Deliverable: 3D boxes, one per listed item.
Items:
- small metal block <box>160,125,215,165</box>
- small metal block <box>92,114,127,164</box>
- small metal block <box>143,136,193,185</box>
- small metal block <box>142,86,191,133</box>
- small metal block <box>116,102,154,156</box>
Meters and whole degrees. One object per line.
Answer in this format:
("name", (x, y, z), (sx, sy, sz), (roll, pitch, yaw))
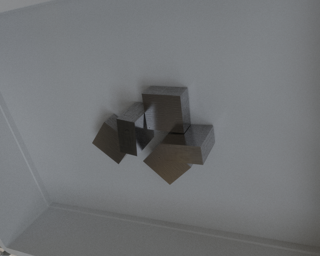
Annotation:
("small metal block", (0.035, 0.019, 0.381), (0.050, 0.050, 0.025), (3, 120, 26))
("small metal block", (-0.063, 0.016, 0.448), (0.050, 0.025, 0.050), (39, 129, 1))
("small metal block", (0.014, 0.042, 0.424), (0.050, 0.025, 0.050), (42, 129, -1))
("small metal block", (0.009, -0.023, 0.386), (0.050, 0.025, 0.050), (6, 121, 24))
("small metal block", (-0.031, 0.000, 0.405), (0.025, 0.050, 0.050), (12, 123, 21))
